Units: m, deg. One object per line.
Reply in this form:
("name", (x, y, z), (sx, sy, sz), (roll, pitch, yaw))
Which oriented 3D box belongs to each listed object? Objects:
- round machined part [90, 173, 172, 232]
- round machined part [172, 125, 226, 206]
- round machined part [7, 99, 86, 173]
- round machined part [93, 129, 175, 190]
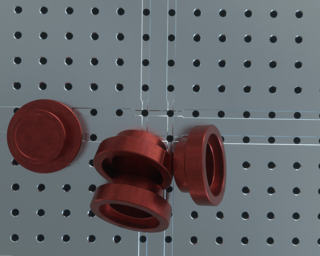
("round machined part", (-0.033, 0.092, 0.387), (0.098, 0.098, 0.042), (15, 55, 0))
("round machined part", (0.048, 0.046, 0.383), (0.042, 0.098, 0.097), (-5, 90, 26))
("round machined part", (-0.151, 0.011, 0.404), (0.099, 0.042, 0.097), (0, 90, 0))
("round machined part", (-0.029, 0.039, 0.386), (0.098, 0.097, 0.042), (15, 54, 0))
